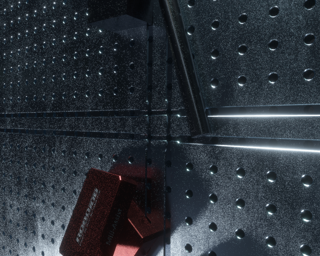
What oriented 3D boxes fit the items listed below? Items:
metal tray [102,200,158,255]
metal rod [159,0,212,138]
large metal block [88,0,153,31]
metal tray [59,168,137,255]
[{"bbox_3d":[-0.068,0.171,0.462,0.090,0.030,0.129,45,117,30],"label":"metal tray"},{"bbox_3d":[0.018,-0.135,0.394,0.025,0.025,0.299,-20,77,38],"label":"metal rod"},{"bbox_3d":[-0.056,-0.188,0.439,0.080,0.050,0.079,5,93,40],"label":"large metal block"},{"bbox_3d":[-0.089,0.128,0.441,0.090,0.030,0.130,3,70,49],"label":"metal tray"}]
